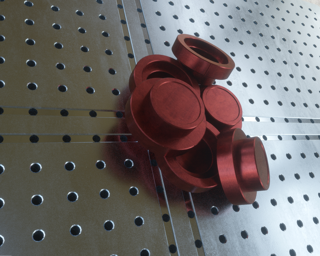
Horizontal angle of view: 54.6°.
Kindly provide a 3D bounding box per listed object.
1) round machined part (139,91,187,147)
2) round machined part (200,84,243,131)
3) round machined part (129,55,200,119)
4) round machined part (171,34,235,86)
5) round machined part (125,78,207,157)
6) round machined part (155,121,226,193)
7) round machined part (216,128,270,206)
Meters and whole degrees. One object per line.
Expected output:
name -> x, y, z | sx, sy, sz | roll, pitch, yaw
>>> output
round machined part -> 0.007, -0.012, 0.407 | 0.099, 0.042, 0.098 | 13, 56, -21
round machined part -> 0.081, -0.024, 0.455 | 0.099, 0.042, 0.098 | 13, 56, -21
round machined part -> 0.003, -0.050, 0.429 | 0.099, 0.042, 0.098 | 13, 56, -21
round machined part -> 0.062, -0.101, 0.477 | 0.099, 0.042, 0.098 | 20, 32, -13
round machined part -> 0.013, -0.019, 0.361 | 0.099, 0.042, 0.098 | 13, 56, -21
round machined part -> 0.037, 0.036, 0.395 | 0.099, 0.042, 0.098 | 13, 56, -21
round machined part -> 0.110, 0.047, 0.395 | 0.098, 0.042, 0.098 | 32, 52, -52
